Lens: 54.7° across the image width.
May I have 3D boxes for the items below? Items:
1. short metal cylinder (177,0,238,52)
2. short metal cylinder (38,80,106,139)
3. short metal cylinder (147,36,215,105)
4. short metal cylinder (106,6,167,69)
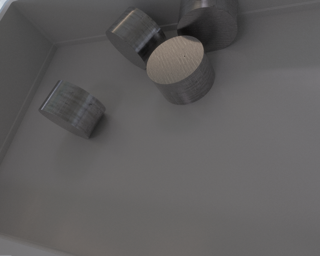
[{"bbox_3d":[0.066,-0.152,0.429,0.080,0.080,0.050,-7,59,25],"label":"short metal cylinder"},{"bbox_3d":[-0.127,-0.026,0.453,0.080,0.080,0.050,17,71,35],"label":"short metal cylinder"},{"bbox_3d":[0.029,-0.078,0.423,0.080,0.050,0.080,-13,56,21],"label":"short metal cylinder"},{"bbox_3d":[-0.035,-0.136,0.473,0.080,0.080,0.050,35,82,38],"label":"short metal cylinder"}]
